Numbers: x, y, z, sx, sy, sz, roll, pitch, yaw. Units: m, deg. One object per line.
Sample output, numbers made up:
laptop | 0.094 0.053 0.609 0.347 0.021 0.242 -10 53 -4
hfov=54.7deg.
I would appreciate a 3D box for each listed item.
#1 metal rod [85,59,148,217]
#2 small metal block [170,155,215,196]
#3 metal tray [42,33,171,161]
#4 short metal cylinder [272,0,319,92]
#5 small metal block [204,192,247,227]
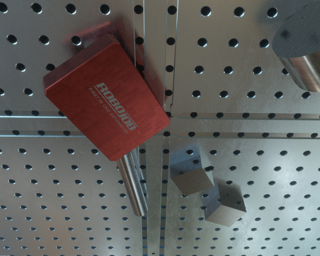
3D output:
metal rod | -0.055 0.029 0.435 0.025 0.025 0.298 -7 130 5
small metal block | 0.049 0.074 0.476 0.050 0.025 0.050 -22 127 17
metal tray | -0.055 -0.029 0.355 0.090 0.030 0.130 -35 131 0
short metal cylinder | 0.162 -0.083 0.308 0.080 0.080 0.050 -33 123 24
small metal block | 0.111 0.142 0.535 0.050 0.025 0.050 20 127 -17
